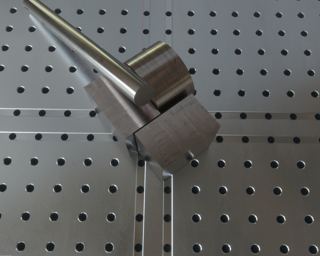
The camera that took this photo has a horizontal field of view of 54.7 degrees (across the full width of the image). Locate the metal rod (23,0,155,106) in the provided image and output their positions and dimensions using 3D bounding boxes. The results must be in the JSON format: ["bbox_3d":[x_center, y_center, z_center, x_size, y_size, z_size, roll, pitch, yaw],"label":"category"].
[{"bbox_3d":[-0.108,-0.113,0.396,0.025,0.025,0.300,-40,54,-13],"label":"metal rod"}]

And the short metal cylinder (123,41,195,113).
[{"bbox_3d":[-0.003,-0.057,0.376,0.050,0.080,0.080,-35,74,-12],"label":"short metal cylinder"}]

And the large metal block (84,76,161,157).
[{"bbox_3d":[-0.044,-0.018,0.389,0.050,0.080,0.080,-36,74,-12],"label":"large metal block"}]

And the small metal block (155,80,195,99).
[{"bbox_3d":[0.012,-0.050,0.431,0.050,0.025,0.050,-40,75,-14],"label":"small metal block"}]

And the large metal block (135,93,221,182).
[{"bbox_3d":[0.020,0.015,0.375,0.080,0.080,0.050,-36,74,-12],"label":"large metal block"}]
